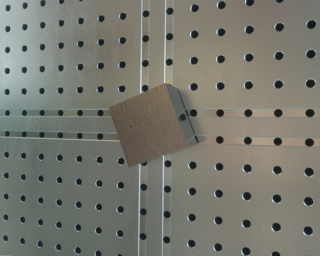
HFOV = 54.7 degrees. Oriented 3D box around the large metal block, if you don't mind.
[{"bbox_3d":[-0.008,-0.002,0.398,0.080,0.050,0.080,-22,83,18],"label":"large metal block"}]
